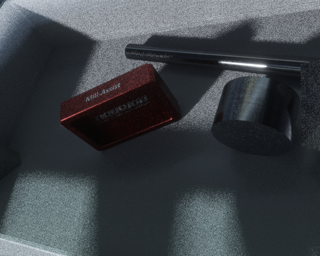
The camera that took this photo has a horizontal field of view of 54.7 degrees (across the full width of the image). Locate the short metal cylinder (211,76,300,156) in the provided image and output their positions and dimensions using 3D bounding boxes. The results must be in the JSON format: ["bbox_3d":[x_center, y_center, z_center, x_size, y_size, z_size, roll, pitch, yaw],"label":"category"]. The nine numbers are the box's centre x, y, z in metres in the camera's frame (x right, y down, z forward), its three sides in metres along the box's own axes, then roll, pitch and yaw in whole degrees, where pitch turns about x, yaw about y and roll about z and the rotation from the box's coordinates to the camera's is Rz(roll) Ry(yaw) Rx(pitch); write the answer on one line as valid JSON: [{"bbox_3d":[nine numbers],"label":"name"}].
[{"bbox_3d":[0.099,-0.010,0.324,0.080,0.080,0.050,7,65,31],"label":"short metal cylinder"}]

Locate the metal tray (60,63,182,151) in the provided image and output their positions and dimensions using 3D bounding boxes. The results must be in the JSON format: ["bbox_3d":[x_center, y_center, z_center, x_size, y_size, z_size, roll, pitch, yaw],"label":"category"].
[{"bbox_3d":[-0.049,-0.021,0.401,0.130,0.090,0.030,-22,54,14],"label":"metal tray"}]

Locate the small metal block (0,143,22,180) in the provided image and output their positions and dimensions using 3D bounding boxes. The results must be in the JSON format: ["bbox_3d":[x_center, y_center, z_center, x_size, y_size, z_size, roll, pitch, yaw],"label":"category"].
[{"bbox_3d":[-0.260,0.053,0.490,0.050,0.050,0.025,-38,51,3],"label":"small metal block"}]

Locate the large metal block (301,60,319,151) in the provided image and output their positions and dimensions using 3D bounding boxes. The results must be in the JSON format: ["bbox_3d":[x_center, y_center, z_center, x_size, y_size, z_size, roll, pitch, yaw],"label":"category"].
[{"bbox_3d":[0.174,-0.019,0.267,0.050,0.079,0.080,-17,18,-27],"label":"large metal block"}]

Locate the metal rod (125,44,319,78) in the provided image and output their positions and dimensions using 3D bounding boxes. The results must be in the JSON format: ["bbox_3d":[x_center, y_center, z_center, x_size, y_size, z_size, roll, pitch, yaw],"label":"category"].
[{"bbox_3d":[0.073,-0.094,0.424,0.300,0.025,0.025,14,69,33],"label":"metal rod"}]
